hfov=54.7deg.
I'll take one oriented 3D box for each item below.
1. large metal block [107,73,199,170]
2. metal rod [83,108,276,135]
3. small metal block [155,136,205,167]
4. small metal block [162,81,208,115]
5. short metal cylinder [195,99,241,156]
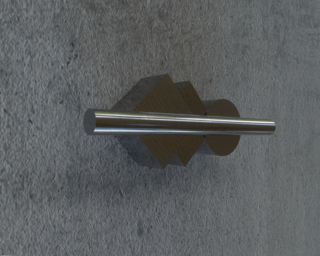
[{"bbox_3d":[-0.009,-0.008,0.380,0.080,0.050,0.080,-50,119,-28],"label":"large metal block"},{"bbox_3d":[0.051,-0.003,0.381,0.302,0.025,0.025,1,90,-40],"label":"metal rod"},{"bbox_3d":[0.023,0.022,0.410,0.050,0.050,0.025,-50,120,-28],"label":"small metal block"},{"bbox_3d":[0.027,-0.033,0.413,0.025,0.050,0.050,-50,120,-28],"label":"small metal block"},{"bbox_3d":[0.073,-0.001,0.450,0.081,0.050,0.080,0,90,-40],"label":"short metal cylinder"}]
